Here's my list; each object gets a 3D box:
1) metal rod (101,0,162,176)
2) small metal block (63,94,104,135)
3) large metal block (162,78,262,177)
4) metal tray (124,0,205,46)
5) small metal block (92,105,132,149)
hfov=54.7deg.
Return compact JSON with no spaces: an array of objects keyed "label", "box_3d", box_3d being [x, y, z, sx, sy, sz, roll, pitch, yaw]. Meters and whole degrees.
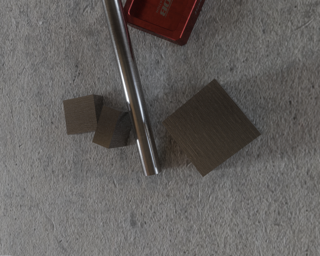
[{"label":"metal rod","box_3d":[-0.044,-0.085,0.400,0.025,0.025,0.298,-12,95,19]},{"label":"small metal block","box_3d":[-0.108,-0.018,0.446,0.050,0.025,0.050,-9,87,19]},{"label":"large metal block","box_3d":[0.064,0.000,0.373,0.080,0.050,0.080,-40,78,15]},{"label":"metal tray","box_3d":[0.015,-0.184,0.400,0.090,0.030,0.129,26,98,17]},{"label":"small metal block","box_3d":[-0.060,-0.001,0.416,0.025,0.050,0.050,20,97,18]}]
